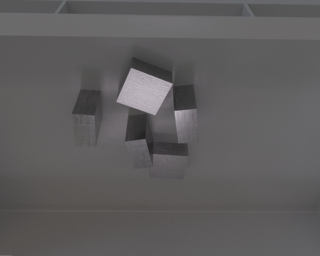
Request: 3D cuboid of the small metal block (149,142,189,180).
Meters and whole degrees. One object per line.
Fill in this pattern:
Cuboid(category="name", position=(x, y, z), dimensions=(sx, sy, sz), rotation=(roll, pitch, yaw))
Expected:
Cuboid(category="small metal block", position=(0.012, 0.048, 0.450), dimensions=(0.050, 0.025, 0.050), rotation=(4, 130, -4))

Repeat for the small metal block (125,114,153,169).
Cuboid(category="small metal block", position=(-0.026, 0.017, 0.407), dimensions=(0.025, 0.050, 0.050), rotation=(-7, 130, 6))

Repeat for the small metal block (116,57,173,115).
Cuboid(category="small metal block", position=(-0.019, -0.049, 0.367), dimensions=(0.050, 0.025, 0.050), rotation=(19, 128, -16))

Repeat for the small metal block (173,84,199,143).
Cuboid(category="small metal block", position=(0.032, -0.017, 0.378), dimensions=(0.025, 0.050, 0.050), rotation=(-6, 130, 5))

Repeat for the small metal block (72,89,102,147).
Cuboid(category="small metal block", position=(-0.088, -0.012, 0.381), dimensions=(0.025, 0.050, 0.050), rotation=(4, 130, -4))
